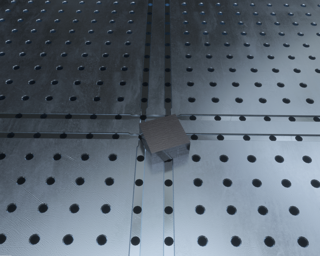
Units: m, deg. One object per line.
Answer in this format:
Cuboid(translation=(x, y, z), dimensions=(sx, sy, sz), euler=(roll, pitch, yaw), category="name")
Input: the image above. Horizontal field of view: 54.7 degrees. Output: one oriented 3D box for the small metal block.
Cuboid(translation=(0.005, 0.014, 0.396), dimensions=(0.050, 0.025, 0.050), euler=(-15, 52, -13), category="small metal block")
